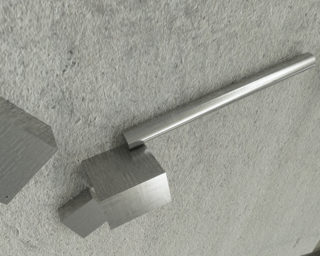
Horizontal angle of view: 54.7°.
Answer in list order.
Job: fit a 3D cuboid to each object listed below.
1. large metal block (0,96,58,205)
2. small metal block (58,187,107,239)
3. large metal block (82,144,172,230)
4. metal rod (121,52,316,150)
[{"bbox_3d":[-0.166,0.019,0.312,0.080,0.050,0.080,-47,129,4],"label":"large metal block"},{"bbox_3d":[-0.101,0.116,0.424,0.050,0.025,0.050,-37,129,-4],"label":"small metal block"},{"bbox_3d":[-0.042,0.066,0.389,0.081,0.080,0.050,-22,127,-15],"label":"large metal block"},{"bbox_3d":[0.090,-0.043,0.429,0.302,0.025,0.025,-24,127,-14],"label":"metal rod"}]
